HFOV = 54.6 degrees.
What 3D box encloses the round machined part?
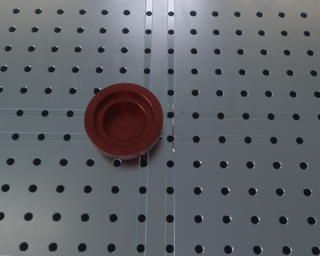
[{"bbox_3d":[-0.045,-0.006,0.405,0.099,0.042,0.098,0,70,0],"label":"round machined part"}]
